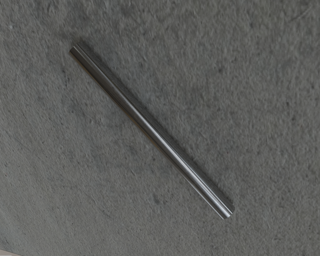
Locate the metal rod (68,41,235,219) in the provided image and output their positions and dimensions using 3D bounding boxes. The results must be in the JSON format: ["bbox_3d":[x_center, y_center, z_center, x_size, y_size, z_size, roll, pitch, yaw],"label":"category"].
[{"bbox_3d":[-0.007,0.007,0.413,0.300,0.025,0.025,47,129,-6],"label":"metal rod"}]
